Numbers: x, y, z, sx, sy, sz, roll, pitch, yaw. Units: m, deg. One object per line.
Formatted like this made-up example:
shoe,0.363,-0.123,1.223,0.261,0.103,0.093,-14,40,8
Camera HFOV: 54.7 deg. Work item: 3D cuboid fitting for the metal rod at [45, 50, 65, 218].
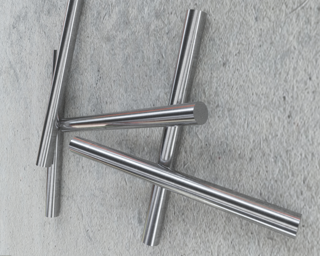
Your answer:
metal rod,-0.188,0.012,0.560,0.025,0.025,0.298,6,94,40

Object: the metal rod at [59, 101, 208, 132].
metal rod,-0.061,-0.010,0.434,0.300,0.025,0.025,-3,88,46

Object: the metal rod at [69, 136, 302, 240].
metal rod,0.006,0.059,0.369,0.300,0.025,0.025,16,100,29

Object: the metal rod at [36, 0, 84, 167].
metal rod,-0.170,-0.081,0.528,0.025,0.025,0.298,15,94,39

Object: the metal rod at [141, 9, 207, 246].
metal rod,0.016,0.007,0.392,0.025,0.025,0.298,18,102,38
